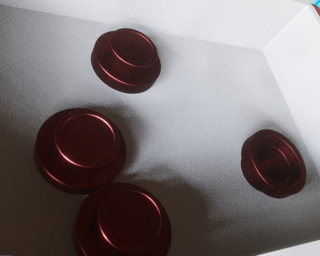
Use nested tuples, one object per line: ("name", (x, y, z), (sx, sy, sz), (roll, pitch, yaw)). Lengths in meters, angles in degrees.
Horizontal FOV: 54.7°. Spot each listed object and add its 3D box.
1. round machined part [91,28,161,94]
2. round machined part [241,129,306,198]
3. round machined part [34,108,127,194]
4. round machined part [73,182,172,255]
("round machined part", (-0.042, -0.100, 0.432), (0.099, 0.042, 0.098), (14, 56, -21))
("round machined part", (0.157, 0.054, 0.446), (0.099, 0.042, 0.098), (14, 56, -21))
("round machined part", (-0.083, 0.019, 0.338), (0.099, 0.042, 0.098), (14, 56, -21))
("round machined part", (-0.033, 0.097, 0.308), (0.099, 0.042, 0.098), (15, 47, -17))
